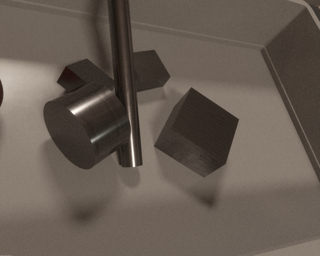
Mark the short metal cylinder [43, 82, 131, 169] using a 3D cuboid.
[{"bbox_3d":[-0.078,-0.003,0.331,0.080,0.080,0.050,49,51,6],"label":"short metal cylinder"}]

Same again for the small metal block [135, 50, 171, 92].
[{"bbox_3d":[-0.021,-0.083,0.446,0.050,0.025,0.050,-18,71,-35],"label":"small metal block"}]

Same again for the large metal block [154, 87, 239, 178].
[{"bbox_3d":[0.050,0.006,0.415,0.080,0.050,0.080,33,51,-7],"label":"large metal block"}]

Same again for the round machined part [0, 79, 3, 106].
[{"bbox_3d":[-0.207,-0.037,0.291,0.098,0.042,0.098,37,36,-34],"label":"round machined part"}]

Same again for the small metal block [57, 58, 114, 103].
[{"bbox_3d":[-0.088,-0.056,0.382,0.050,0.025,0.050,39,27,-2],"label":"small metal block"}]

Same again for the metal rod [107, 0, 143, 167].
[{"bbox_3d":[-0.045,-0.104,0.362,0.025,0.025,0.298,-5,91,-31],"label":"metal rod"}]
